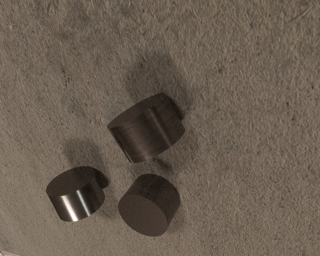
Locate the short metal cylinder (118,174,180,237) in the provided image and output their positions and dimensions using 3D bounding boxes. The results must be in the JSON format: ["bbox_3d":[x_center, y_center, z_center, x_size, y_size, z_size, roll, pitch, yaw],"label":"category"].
[{"bbox_3d":[-0.016,0.116,0.469,0.080,0.050,0.079,13,124,20],"label":"short metal cylinder"}]

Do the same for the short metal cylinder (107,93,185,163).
[{"bbox_3d":[-0.017,-0.001,0.378,0.080,0.080,0.050,-20,108,35],"label":"short metal cylinder"}]

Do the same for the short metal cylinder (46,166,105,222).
[{"bbox_3d":[-0.137,0.106,0.507,0.080,0.080,0.050,-3,117,29],"label":"short metal cylinder"}]
